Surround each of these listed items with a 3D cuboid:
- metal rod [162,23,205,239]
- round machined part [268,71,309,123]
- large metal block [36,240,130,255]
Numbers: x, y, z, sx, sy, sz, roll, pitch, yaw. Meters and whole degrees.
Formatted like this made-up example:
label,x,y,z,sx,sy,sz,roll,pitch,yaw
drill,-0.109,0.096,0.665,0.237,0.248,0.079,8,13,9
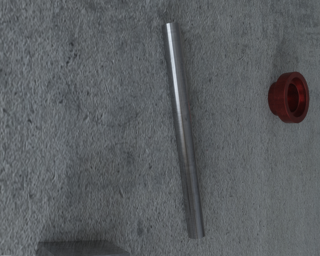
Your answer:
label,x,y,z,sx,sy,sz,roll,pitch,yaw
metal rod,0.034,0.008,0.432,0.025,0.025,0.298,-13,98,-39
round machined part,0.246,-0.058,0.600,0.099,0.042,0.097,0,90,-40
large metal block,-0.085,0.164,0.318,0.081,0.050,0.080,15,81,-39
